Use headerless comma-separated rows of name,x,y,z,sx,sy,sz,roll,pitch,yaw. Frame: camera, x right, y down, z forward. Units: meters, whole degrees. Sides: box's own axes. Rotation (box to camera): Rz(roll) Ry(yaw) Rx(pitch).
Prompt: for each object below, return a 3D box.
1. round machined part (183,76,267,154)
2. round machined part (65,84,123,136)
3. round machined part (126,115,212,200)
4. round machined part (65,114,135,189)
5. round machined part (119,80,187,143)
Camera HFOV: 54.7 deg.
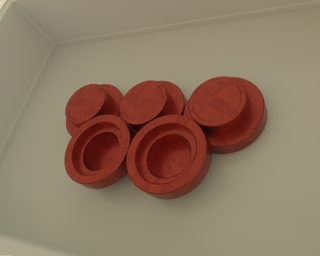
round machined part,0.072,-0.022,0.367,0.098,0.042,0.098,-14,55,21
round machined part,-0.100,-0.027,0.460,0.098,0.042,0.098,-13,56,20
round machined part,0.013,0.036,0.363,0.098,0.042,0.098,-13,56,21
round machined part,-0.073,0.034,0.410,0.098,0.042,0.098,-13,56,21
round machined part,-0.014,-0.024,0.414,0.098,0.042,0.098,-14,55,21
